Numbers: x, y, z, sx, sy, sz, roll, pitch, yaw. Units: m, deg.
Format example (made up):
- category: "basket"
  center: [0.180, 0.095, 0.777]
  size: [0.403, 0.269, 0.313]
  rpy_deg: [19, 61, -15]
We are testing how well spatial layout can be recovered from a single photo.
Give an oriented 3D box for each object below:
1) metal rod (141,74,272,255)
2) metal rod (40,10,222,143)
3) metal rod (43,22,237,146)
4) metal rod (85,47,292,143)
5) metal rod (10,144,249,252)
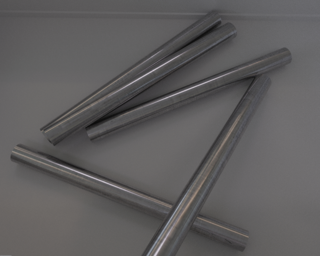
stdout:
- category: "metal rod"
  center: [0.067, 0.028, 0.346]
  size: [0.025, 0.025, 0.301]
  rpy_deg: [32, 53, 11]
- category: "metal rod"
  center: [-0.032, -0.078, 0.437]
  size: [0.301, 0.025, 0.025]
  rpy_deg: [-37, 74, -13]
- category: "metal rod"
  center: [-0.015, -0.067, 0.421]
  size: [0.302, 0.025, 0.025]
  rpy_deg: [-33, 73, -17]
- category: "metal rod"
  center: [0.045, -0.048, 0.427]
  size: [0.302, 0.025, 0.025]
  rpy_deg: [-22, 72, -8]
- category: "metal rod"
  center: [-0.042, 0.082, 0.379]
  size: [0.301, 0.025, 0.025]
  rpy_deg: [20, 71, 7]
